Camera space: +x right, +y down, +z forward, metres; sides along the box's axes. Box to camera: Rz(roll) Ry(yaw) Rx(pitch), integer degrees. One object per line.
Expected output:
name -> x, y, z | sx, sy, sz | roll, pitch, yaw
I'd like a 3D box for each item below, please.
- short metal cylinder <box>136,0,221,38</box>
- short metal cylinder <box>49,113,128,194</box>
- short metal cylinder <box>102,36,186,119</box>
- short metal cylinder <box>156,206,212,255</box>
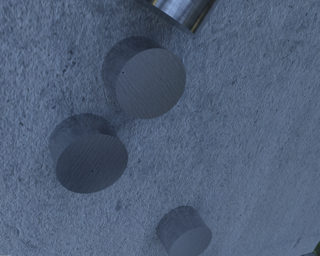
short metal cylinder -> 0.016, -0.131, 0.299 | 0.080, 0.080, 0.050 | 23, 106, -37
short metal cylinder -> -0.084, 0.029, 0.363 | 0.081, 0.050, 0.079 | -14, 124, -21
short metal cylinder -> -0.018, -0.056, 0.345 | 0.081, 0.050, 0.079 | -14, 124, -21
short metal cylinder -> 0.040, 0.179, 0.523 | 0.081, 0.050, 0.079 | -14, 124, -21
